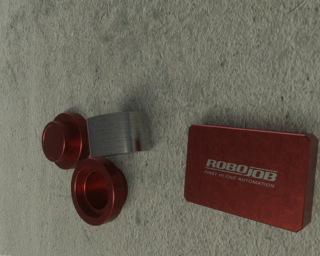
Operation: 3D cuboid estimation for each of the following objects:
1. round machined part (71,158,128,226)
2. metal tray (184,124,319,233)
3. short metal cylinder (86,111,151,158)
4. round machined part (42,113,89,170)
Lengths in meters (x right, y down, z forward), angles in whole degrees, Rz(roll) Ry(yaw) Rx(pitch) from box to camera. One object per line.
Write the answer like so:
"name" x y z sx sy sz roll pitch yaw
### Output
"round machined part" -0.086 0.092 0.463 0.098 0.042 0.097 0 90 39
"metal tray" 0.089 0.045 0.327 0.130 0.030 0.089 7 94 39
"short metal cylinder" -0.055 0.010 0.412 0.080 0.081 0.050 -12 83 39
"round machined part" -0.164 0.022 0.526 0.098 0.042 0.097 0 90 39
